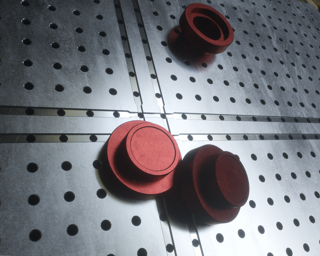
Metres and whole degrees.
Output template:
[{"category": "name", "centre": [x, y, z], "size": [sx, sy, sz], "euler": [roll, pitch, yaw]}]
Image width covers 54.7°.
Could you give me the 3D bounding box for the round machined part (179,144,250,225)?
[{"category": "round machined part", "centre": [0.073, 0.066, 0.380], "size": [0.099, 0.042, 0.098], "euler": [22, 56, -37]}]

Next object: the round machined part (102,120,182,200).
[{"category": "round machined part", "centre": [-0.016, 0.032, 0.370], "size": [0.099, 0.042, 0.098], "euler": [14, 56, -21]}]

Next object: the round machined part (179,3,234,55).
[{"category": "round machined part", "centre": [0.077, -0.168, 0.543], "size": [0.099, 0.042, 0.098], "euler": [14, 56, -21]}]
